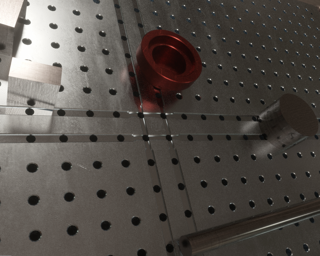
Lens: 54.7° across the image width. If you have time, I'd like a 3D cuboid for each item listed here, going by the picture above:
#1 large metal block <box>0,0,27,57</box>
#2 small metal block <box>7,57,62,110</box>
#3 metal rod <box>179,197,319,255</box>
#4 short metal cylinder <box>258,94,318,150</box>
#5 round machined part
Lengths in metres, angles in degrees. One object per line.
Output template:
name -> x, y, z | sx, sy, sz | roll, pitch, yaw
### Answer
large metal block -> -0.208, -0.142, 0.367 | 0.081, 0.050, 0.080 | 13, 56, -22
small metal block -> -0.141, -0.048, 0.346 | 0.050, 0.050, 0.025 | 9, 58, -24
metal rod -> 0.158, 0.124, 0.420 | 0.303, 0.025, 0.025 | -4, 64, -30
short metal cylinder -> 0.213, -0.010, 0.516 | 0.081, 0.050, 0.080 | 14, 56, -21
round machined part -> 0.010, -0.096, 0.463 | 0.099, 0.042, 0.098 | 14, 56, -21
